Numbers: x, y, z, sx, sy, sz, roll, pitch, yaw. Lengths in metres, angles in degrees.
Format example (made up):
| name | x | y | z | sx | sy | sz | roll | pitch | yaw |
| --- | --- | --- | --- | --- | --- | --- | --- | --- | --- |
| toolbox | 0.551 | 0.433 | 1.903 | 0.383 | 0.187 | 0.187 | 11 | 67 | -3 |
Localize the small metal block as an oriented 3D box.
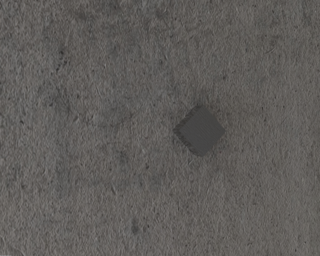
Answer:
| name | x | y | z | sx | sy | sz | roll | pitch | yaw |
| --- | --- | --- | --- | --- | --- | --- | --- | --- | --- |
| small metal block | 0.054 | 0.004 | 0.429 | 0.050 | 0.025 | 0.050 | -46 | 104 | -14 |
